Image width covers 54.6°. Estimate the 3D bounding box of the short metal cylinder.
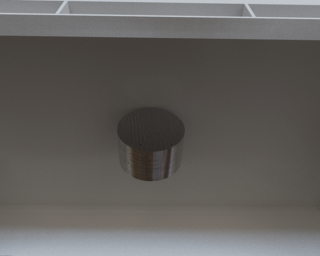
[{"bbox_3d":[-0.011,0.019,0.385,0.080,0.080,0.050,1,130,-1],"label":"short metal cylinder"}]
